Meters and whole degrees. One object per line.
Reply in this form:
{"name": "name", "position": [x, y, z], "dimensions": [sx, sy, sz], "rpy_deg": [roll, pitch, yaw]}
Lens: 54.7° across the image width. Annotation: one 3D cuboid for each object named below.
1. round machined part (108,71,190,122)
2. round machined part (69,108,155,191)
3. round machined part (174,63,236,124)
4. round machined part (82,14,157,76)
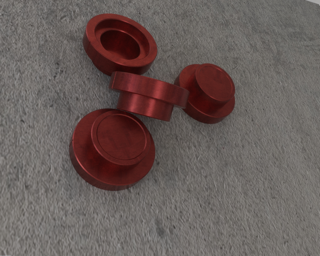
{"name": "round machined part", "position": [-0.016, -0.036, 0.382], "dimensions": [0.099, 0.098, 0.042], "rpy_deg": [14, 92, -21]}
{"name": "round machined part", "position": [-0.050, 0.019, 0.355], "dimensions": [0.099, 0.042, 0.098], "rpy_deg": [14, 56, -21]}
{"name": "round machined part", "position": [0.074, -0.058, 0.468], "dimensions": [0.099, 0.042, 0.098], "rpy_deg": [14, 56, -21]}
{"name": "round machined part", "position": [-0.057, -0.107, 0.424], "dimensions": [0.099, 0.042, 0.098], "rpy_deg": [15, 52, -19]}
